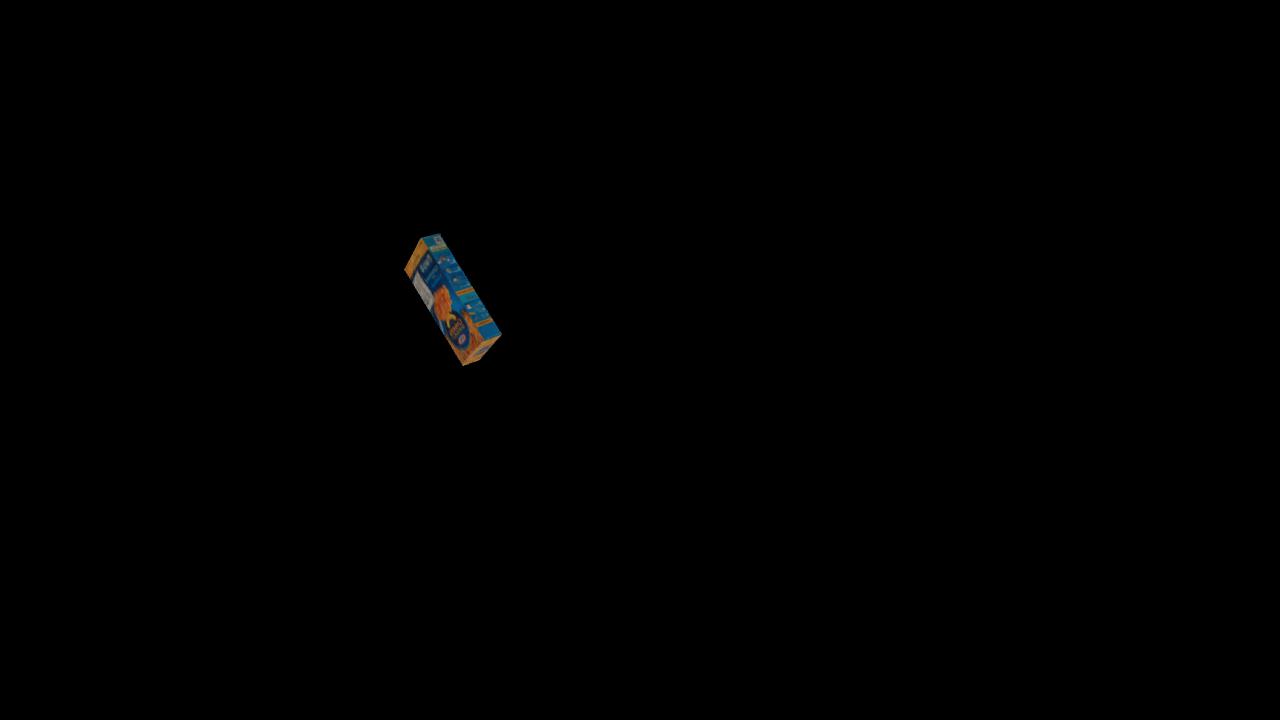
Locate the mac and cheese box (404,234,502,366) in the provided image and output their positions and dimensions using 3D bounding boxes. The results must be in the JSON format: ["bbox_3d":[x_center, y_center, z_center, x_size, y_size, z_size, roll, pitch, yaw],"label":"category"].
[{"bbox_3d":[-0.290,-0.091,0.947,0.041,0.184,0.093,-28,-7,-45],"label":"mac and cheese box"}]
